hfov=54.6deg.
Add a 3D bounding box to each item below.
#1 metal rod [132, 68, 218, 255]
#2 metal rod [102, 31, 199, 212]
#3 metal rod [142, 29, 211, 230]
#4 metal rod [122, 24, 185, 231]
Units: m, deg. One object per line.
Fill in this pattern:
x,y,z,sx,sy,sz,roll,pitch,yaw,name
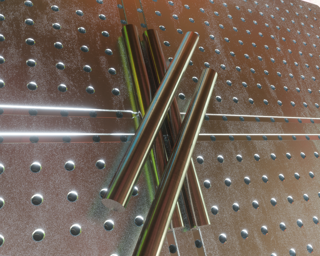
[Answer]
0.027,0.029,0.372,0.025,0.025,0.301,30,52,-9,metal rod
0.002,-0.033,0.397,0.025,0.025,0.301,31,52,-9,metal rod
0.016,-0.016,0.426,0.025,0.025,0.299,1,61,-28,metal rod
-0.015,-0.018,0.411,0.025,0.025,0.299,1,61,-28,metal rod
